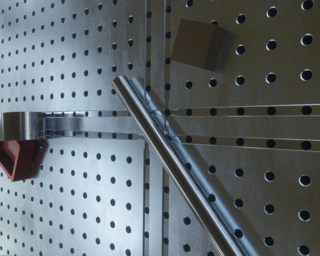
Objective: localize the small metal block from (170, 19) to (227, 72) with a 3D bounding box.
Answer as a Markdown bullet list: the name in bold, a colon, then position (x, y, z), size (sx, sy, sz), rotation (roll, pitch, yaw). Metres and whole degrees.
- **small metal block**: position (0.045, -0.099, 0.371), size (0.050, 0.025, 0.050), rotation (25, 106, 36)

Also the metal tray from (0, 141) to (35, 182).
- **metal tray**: position (-0.319, 0.042, 0.661), size (0.130, 0.030, 0.089), rotation (35, 114, 34)

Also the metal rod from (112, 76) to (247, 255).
- **metal rod**: position (0.016, 0.045, 0.394), size (0.025, 0.025, 0.299), rotation (-48, 62, 29)

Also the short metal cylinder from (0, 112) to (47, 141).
- **short metal cylinder**: position (-0.255, -0.002, 0.580), size (0.080, 0.081, 0.050), rotation (-5, 87, 39)
